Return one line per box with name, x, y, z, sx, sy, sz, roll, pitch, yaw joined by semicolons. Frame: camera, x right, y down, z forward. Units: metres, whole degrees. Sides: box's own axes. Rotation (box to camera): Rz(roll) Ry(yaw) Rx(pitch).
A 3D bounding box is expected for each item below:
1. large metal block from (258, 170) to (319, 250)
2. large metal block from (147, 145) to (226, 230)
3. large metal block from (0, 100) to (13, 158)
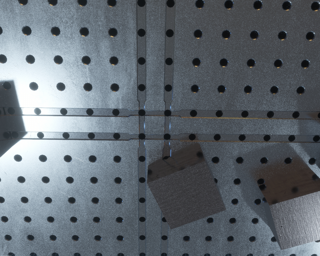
large metal block;0.198;0.118;0.446;0.080;0.050;0.080;-18;109;6
large metal block;0.036;0.082;0.431;0.080;0.050;0.080;-22;109;7
large metal block;-0.249;0.000;0.397;0.081;0.050;0.079;-4;110;1
